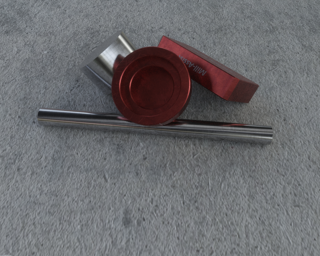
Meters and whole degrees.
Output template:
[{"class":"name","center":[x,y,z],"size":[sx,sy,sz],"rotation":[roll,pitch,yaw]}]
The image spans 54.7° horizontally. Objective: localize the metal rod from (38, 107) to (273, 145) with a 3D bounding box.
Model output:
[{"class":"metal rod","center":[-0.009,-0.003,0.407],"size":[0.302,0.025,0.025],"rotation":[5,50,4]}]

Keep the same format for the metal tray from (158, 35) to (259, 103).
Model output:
[{"class":"metal tray","center":[0.066,-0.082,0.438],"size":[0.130,0.030,0.091],"rotation":[38,21,27]}]

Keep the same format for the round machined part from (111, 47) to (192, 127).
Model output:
[{"class":"round machined part","center":[-0.008,-0.050,0.395],"size":[0.098,0.042,0.097],"rotation":[-1,85,12]}]

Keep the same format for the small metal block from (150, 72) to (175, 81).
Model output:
[{"class":"small metal block","center":[-0.001,-0.066,0.442],"size":[0.050,0.050,0.025],"rotation":[19,53,15]}]

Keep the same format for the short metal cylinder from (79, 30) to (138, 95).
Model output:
[{"class":"short metal cylinder","center":[-0.068,-0.093,0.441],"size":[0.080,0.050,0.080],"rotation":[-33,26,19]}]
